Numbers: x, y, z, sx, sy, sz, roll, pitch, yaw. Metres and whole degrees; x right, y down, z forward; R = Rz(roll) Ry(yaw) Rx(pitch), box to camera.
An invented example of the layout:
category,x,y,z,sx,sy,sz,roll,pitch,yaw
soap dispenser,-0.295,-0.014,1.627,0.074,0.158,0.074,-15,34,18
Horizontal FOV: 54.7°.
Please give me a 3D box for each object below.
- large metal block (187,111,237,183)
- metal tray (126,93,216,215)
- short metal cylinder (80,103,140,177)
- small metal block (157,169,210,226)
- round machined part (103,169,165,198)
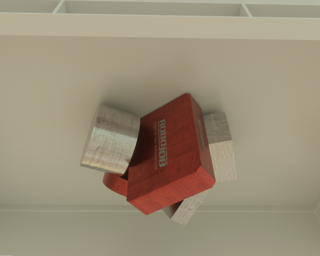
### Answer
category,x,y,z,sx,sy,sz,roll,pitch,yaw
large metal block,0.054,0.031,0.408,0.080,0.050,0.080,-11,134,9
metal tray,0.009,0.025,0.359,0.090,0.130,0.030,-28,126,21
short metal cylinder,-0.062,0.015,0.382,0.050,0.080,0.079,18,128,-15
small metal block,0.023,0.078,0.368,0.025,0.050,0.050,35,90,-34
round machined part,-0.025,0.065,0.427,0.099,0.098,0.042,16,93,-14
